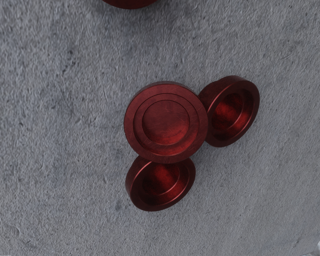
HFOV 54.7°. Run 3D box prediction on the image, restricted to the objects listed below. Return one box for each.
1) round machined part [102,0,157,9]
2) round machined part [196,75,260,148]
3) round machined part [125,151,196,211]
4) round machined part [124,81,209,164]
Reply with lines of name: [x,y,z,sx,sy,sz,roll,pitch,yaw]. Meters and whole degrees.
round machined part: [-0.033,-0.162,0.278,0.099,0.042,0.097,-14,124,-21]
round machined part: [0.085,-0.026,0.421,0.099,0.042,0.097,-19,127,-27]
round machined part: [-0.003,0.066,0.435,0.099,0.042,0.097,-14,124,-21]
round machined part: [0.007,-0.009,0.377,0.099,0.042,0.097,-1,108,-1]
